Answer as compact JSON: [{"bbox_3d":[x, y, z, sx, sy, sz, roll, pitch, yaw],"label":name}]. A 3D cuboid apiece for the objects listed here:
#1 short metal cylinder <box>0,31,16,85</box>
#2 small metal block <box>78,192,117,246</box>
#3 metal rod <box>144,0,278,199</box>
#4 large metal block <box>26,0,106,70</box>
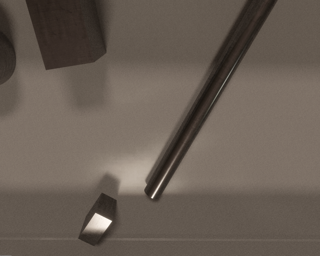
[{"bbox_3d":[-0.221,-0.082,0.365,0.081,0.050,0.079,0,110,-1],"label":"short metal cylinder"},{"bbox_3d":[-0.089,0.130,0.445,0.025,0.050,0.050,31,107,-11],"label":"small metal block"},{"bbox_3d":[0.057,-0.031,0.400,0.025,0.025,0.298,26,108,-10],"label":"metal rod"},{"bbox_3d":[-0.098,-0.113,0.339,0.050,0.080,0.079,-9,110,3],"label":"large metal block"}]
